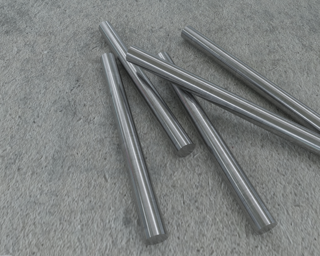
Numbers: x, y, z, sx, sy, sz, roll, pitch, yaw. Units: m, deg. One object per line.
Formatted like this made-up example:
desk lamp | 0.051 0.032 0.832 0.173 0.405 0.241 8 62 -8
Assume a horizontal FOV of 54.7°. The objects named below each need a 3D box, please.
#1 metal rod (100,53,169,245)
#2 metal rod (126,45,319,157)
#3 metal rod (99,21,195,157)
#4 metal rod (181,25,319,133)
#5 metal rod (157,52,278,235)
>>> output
metal rod | -0.043 0.001 0.401 0.025 0.025 0.300 -12 51 -10
metal rod | 0.087 -0.037 0.410 0.301 0.025 0.025 28 55 13
metal rod | -0.033 -0.076 0.466 0.025 0.025 0.300 -20 53 -16
metal rod | 0.137 -0.077 0.468 0.025 0.025 0.300 -30 56 -23
metal rod | 0.056 -0.004 0.406 0.025 0.025 0.300 -16 52 -13
